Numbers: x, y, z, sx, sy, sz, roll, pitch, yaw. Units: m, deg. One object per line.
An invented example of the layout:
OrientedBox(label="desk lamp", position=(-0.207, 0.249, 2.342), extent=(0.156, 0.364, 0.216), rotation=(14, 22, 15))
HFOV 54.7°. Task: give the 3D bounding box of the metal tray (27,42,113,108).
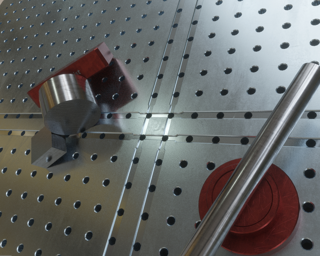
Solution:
OrientedBox(label="metal tray", position=(-0.142, -0.089, 0.504), extent=(0.130, 0.030, 0.090), rotation=(-30, 21, 8))

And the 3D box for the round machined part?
OrientedBox(label="round machined part", position=(0.085, 0.074, 0.307), extent=(0.098, 0.042, 0.098), rotation=(-13, 56, 20))

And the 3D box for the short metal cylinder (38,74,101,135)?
OrientedBox(label="short metal cylinder", position=(-0.134, -0.033, 0.458), extent=(0.080, 0.080, 0.050), rotation=(-30, 58, 9))

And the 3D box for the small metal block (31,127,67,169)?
OrientedBox(label="small metal block", position=(-0.170, 0.026, 0.472), extent=(0.050, 0.025, 0.050), rotation=(-36, 50, 23))

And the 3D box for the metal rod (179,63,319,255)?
OrientedBox(label="metal rod", position=(0.067, 0.063, 0.280), extent=(0.025, 0.025, 0.300), rotation=(28, 76, 37))
